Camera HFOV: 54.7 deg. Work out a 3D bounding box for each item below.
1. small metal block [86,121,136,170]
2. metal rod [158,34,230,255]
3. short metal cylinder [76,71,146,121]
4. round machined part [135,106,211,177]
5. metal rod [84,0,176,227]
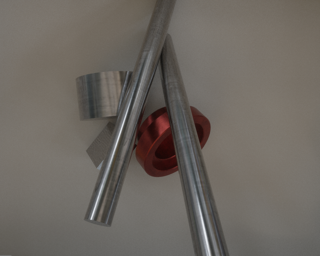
[{"bbox_3d":[-0.063,0.026,0.395,0.025,0.050,0.050,39,90,-35],"label":"small metal block"},{"bbox_3d":[0.022,-0.005,0.317,0.025,0.025,0.300,-9,49,0],"label":"metal rod"},{"bbox_3d":[-0.060,-0.038,0.383,0.081,0.080,0.050,-6,90,-1],"label":"short metal cylinder"},{"bbox_3d":[0.011,0.011,0.384,0.098,0.098,0.042,-42,56,0],"label":"round machined part"},{"bbox_3d":[-0.023,-0.044,0.345,0.025,0.025,0.300,15,64,0],"label":"metal rod"}]
